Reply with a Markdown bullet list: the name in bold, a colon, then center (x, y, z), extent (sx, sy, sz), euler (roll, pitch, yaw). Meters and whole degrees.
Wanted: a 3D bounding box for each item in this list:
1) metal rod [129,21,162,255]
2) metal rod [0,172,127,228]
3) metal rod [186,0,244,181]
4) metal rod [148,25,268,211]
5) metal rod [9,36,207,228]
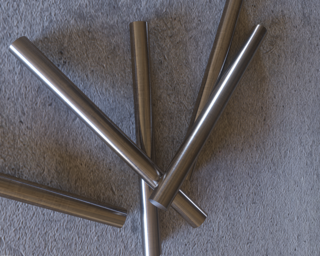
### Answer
- **metal rod**: center (-0.019, 0.015, 0.401), extent (0.025, 0.025, 0.298), euler (-4, 91, -20)
- **metal rod**: center (-0.179, 0.062, 0.342), extent (0.302, 0.025, 0.025), euler (22, 83, -19)
- **metal rod**: center (0.075, -0.074, 0.436), extent (0.025, 0.025, 0.299), euler (19, 84, -19)
- **metal rod**: center (0.073, -0.030, 0.404), extent (0.025, 0.025, 0.300), euler (40, 66, -16)
- **metal rod**: center (-0.056, 0.010, 0.369), extent (0.300, 0.025, 0.025), euler (45, 76, -7)
